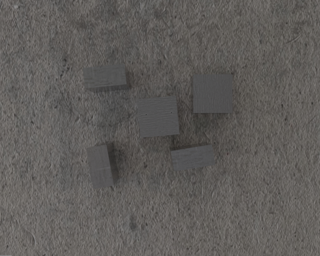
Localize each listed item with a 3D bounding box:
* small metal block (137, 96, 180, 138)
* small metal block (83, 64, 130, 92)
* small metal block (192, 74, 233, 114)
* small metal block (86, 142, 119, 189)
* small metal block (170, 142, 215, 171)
[{"bbox_3d":[-0.002,-0.015,0.410,0.050,0.025,0.050,-5,90,0],"label":"small metal block"},{"bbox_3d":[-0.066,-0.063,0.397,0.050,0.050,0.025,-6,90,0],"label":"small metal block"},{"bbox_3d":[0.068,-0.044,0.410,0.050,0.025,0.050,0,90,0],"label":"small metal block"},{"bbox_3d":[-0.072,0.047,0.397,0.025,0.050,0.050,-10,90,0],"label":"small metal block"},{"bbox_3d":[0.040,0.036,0.398,0.050,0.050,0.025,-9,90,0],"label":"small metal block"}]
